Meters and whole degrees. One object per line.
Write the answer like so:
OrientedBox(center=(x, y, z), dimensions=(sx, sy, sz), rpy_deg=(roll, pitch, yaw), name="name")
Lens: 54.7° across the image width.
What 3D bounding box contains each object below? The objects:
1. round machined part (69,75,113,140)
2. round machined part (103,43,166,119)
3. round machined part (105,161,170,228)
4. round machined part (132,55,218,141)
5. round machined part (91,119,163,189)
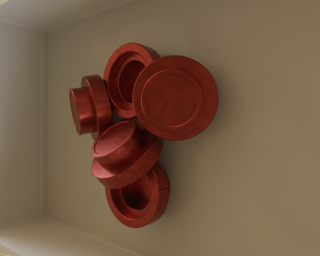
OrientedBox(center=(-0.104, -0.026, 0.451), dimensions=(0.098, 0.042, 0.097), rpy_deg=(168, 90, -68), name="round machined part")
OrientedBox(center=(-0.029, -0.061, 0.416), dimensions=(0.098, 0.042, 0.097), rpy_deg=(0, 90, 40), name="round machined part")
OrientedBox(center=(-0.025, 0.079, 0.414), dimensions=(0.098, 0.042, 0.097), rpy_deg=(0, 90, 40), name="round machined part")
OrientedBox(center=(0.016, -0.033, 0.351), dimensions=(0.098, 0.042, 0.097), rpy_deg=(2, 101, 9), name="round machined part")
OrientedBox(center=(-0.048, 0.026, 0.397), dimensions=(0.098, 0.098, 0.042), rpy_deg=(-8, 129, 39), name="round machined part")
